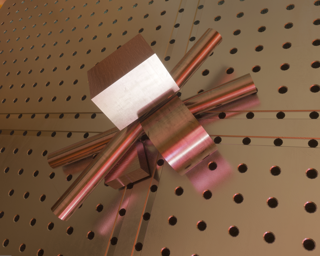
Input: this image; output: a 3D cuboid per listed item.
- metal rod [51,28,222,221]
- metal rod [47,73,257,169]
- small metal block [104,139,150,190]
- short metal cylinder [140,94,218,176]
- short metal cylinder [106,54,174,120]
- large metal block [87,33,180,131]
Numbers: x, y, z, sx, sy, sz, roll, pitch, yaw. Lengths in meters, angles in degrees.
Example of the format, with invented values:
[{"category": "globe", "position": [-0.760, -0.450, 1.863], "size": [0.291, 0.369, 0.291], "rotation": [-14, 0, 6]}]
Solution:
[{"category": "metal rod", "position": [-0.024, -0.010, 0.391], "size": [0.025, 0.025, 0.300], "rotation": [35, 80, 38]}, {"category": "metal rod", "position": [-0.022, -0.003, 0.417], "size": [0.301, 0.025, 0.025], "rotation": [-21, 54, 15]}, {"category": "small metal block", "position": [-0.046, 0.044, 0.400], "size": [0.050, 0.025, 0.050], "rotation": [-25, 53, 13]}, {"category": "short metal cylinder", "position": [0.021, 0.007, 0.353], "size": [0.050, 0.080, 0.080], "rotation": [-38, 51, 4]}, {"category": "short metal cylinder", "position": [-0.028, -0.057, 0.437], "size": [0.080, 0.050, 0.080], "rotation": [-13, 56, 21]}, {"category": "large metal block", "position": [-0.034, -0.056, 0.359], "size": [0.080, 0.050, 0.080], "rotation": [-35, 34, 6]}]
